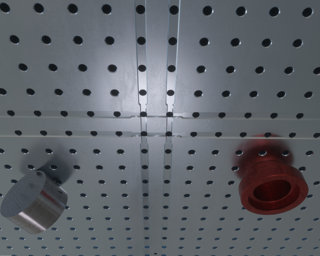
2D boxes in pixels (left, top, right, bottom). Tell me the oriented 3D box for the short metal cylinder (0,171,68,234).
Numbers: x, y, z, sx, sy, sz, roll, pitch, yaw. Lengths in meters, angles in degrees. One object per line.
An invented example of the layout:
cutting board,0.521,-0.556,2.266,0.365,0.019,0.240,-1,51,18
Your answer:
short metal cylinder,-0.189,0.112,0.469,0.080,0.080,0.050,-22,127,17

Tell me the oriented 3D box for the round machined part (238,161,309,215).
round machined part,0.170,0.088,0.477,0.099,0.042,0.097,0,130,0
